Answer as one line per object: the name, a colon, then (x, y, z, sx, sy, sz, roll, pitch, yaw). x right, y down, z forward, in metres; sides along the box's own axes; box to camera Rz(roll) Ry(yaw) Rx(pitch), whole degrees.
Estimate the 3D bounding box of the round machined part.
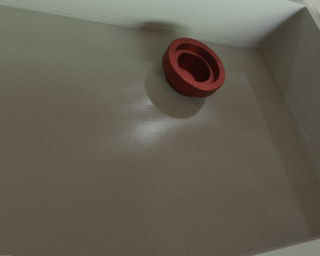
round machined part: (0.047, -0.087, 0.475, 0.099, 0.042, 0.098, 14, 56, -21)
